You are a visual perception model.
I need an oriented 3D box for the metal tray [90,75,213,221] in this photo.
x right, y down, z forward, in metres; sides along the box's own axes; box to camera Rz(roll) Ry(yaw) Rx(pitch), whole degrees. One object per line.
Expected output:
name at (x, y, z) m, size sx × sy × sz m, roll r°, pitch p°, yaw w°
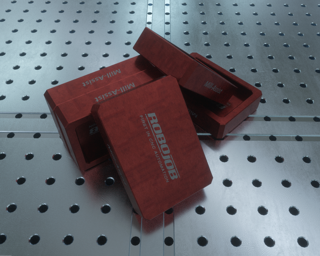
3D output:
metal tray at (-0.006, 0.019, 0.331) m, size 0.091 × 0.129 × 0.030 m, roll -26°, pitch 13°, yaw -20°

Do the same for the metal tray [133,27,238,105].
metal tray at (0.037, -0.076, 0.398) m, size 0.090 × 0.030 × 0.131 m, roll 43°, pitch 17°, yaw 29°

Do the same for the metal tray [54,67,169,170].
metal tray at (-0.049, -0.011, 0.372) m, size 0.131 × 0.089 × 0.030 m, roll -26°, pitch 55°, yaw -21°

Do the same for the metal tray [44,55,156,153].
metal tray at (-0.066, -0.029, 0.388) m, size 0.131 × 0.089 × 0.030 m, roll -26°, pitch 55°, yaw -21°

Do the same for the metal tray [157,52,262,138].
metal tray at (0.066, -0.052, 0.447) m, size 0.091 × 0.030 × 0.130 m, roll -36°, pitch 59°, yaw -27°
